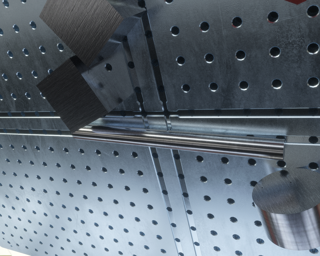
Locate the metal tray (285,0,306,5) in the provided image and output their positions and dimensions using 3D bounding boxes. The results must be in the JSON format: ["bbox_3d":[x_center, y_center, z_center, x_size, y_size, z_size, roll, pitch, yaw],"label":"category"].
[{"bbox_3d":[0.102,-0.178,0.243,0.090,0.030,0.129,26,128,12],"label":"metal tray"}]

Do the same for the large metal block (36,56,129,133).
[{"bbox_3d":[-0.105,-0.050,0.420,0.080,0.050,0.080,-25,105,37],"label":"large metal block"}]

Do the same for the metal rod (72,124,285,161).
[{"bbox_3d":[0.006,0.015,0.417,0.301,0.025,0.025,4,120,26],"label":"metal rod"}]

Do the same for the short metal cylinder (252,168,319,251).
[{"bbox_3d":[0.152,0.089,0.351,0.080,0.080,0.050,-11,113,33],"label":"short metal cylinder"}]

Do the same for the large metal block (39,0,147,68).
[{"bbox_3d":[-0.077,-0.131,0.355,0.080,0.050,0.080,46,129,-5],"label":"large metal block"}]
